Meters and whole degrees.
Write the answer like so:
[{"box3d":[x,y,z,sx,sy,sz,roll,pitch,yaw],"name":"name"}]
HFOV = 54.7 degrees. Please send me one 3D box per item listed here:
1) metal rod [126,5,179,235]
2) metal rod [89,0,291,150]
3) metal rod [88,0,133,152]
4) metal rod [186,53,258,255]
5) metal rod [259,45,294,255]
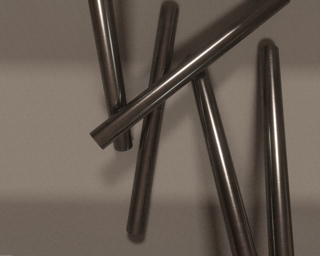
[{"box3d":[-0.010,-0.010,0.411,0.025,0.025,0.298,9,90,-1],"name":"metal rod"},{"box3d":[0.042,-0.078,0.379,0.301,0.025,0.025,-39,90,-8],"name":"metal rod"},{"box3d":[-0.059,-0.103,0.337,0.025,0.025,0.298,-5,121,0],"name":"metal rod"},{"box3d":[0.071,0.041,0.355,0.025,0.025,0.299,-10,67,0],"name":"metal rod"},{"box3d":[0.134,0.035,0.360,0.025,0.025,0.299,5,68,0],"name":"metal rod"}]
